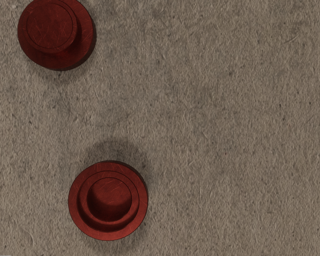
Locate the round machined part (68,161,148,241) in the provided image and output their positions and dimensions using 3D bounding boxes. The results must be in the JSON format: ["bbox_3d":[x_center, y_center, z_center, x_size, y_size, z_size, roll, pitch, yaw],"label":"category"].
[{"bbox_3d":[-0.064,0.090,0.401,0.099,0.042,0.097,0,90,-1],"label":"round machined part"}]

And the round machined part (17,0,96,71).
[{"bbox_3d":[-0.135,-0.125,0.400,0.099,0.042,0.097,0,90,-1],"label":"round machined part"}]
